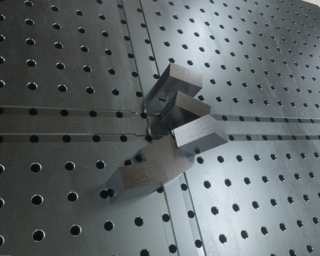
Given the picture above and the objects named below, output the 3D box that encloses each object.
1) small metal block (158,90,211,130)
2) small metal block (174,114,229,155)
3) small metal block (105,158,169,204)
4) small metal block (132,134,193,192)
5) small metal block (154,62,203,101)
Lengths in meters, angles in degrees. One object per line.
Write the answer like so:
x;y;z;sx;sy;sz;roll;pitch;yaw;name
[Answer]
0.033;-0.018;0.420;0.050;0.050;0.025;24;53;-14;small metal block
0.054;0.010;0.402;0.050;0.050;0.025;28;43;-54;small metal block
-0.027;0.059;0.341;0.050;0.050;0.025;-9;66;-31;small metal block
0.003;0.042;0.384;0.050;0.025;0.050;-26;76;-37;small metal block
0.026;-0.061;0.443;0.050;0.050;0.025;17;55;-19;small metal block
